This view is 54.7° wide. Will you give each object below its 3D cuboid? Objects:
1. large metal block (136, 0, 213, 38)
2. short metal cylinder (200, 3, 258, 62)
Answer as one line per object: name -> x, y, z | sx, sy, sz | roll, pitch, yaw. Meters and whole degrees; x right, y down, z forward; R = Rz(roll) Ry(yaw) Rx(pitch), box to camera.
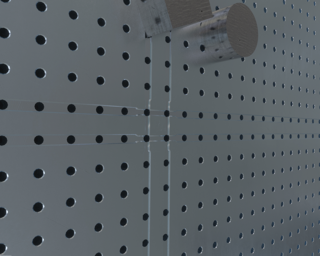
large metal block -> 0.016, -0.172, 0.406 | 0.081, 0.050, 0.080 | -29, 108, -36
short metal cylinder -> 0.108, -0.147, 0.483 | 0.081, 0.050, 0.080 | 0, 90, -40
